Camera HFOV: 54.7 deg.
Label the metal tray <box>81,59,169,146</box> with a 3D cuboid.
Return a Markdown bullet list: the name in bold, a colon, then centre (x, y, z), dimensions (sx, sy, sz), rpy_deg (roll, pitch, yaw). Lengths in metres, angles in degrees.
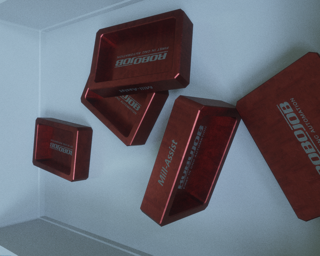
- **metal tray**: centre (-0.056, -0.045, 0.447), dimensions (0.130, 0.030, 0.089), rpy_deg (40, 114, 32)

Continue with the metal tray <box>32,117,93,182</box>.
- **metal tray**: centre (-0.174, 0.034, 0.543), dimensions (0.130, 0.030, 0.089), rpy_deg (11, 97, 39)

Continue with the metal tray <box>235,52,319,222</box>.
- **metal tray**: centre (0.141, 0.008, 0.287), dimensions (0.090, 0.030, 0.130), rpy_deg (-38, 67, 33)

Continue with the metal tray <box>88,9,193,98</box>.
- **metal tray**: centre (-0.026, -0.091, 0.392), dimensions (0.130, 0.030, 0.090), rpy_deg (-3, 73, 28)

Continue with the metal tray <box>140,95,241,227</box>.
- **metal tray**: centre (0.036, 0.034, 0.333), dimensions (0.030, 0.091, 0.129), rpy_deg (28, 107, 36)
